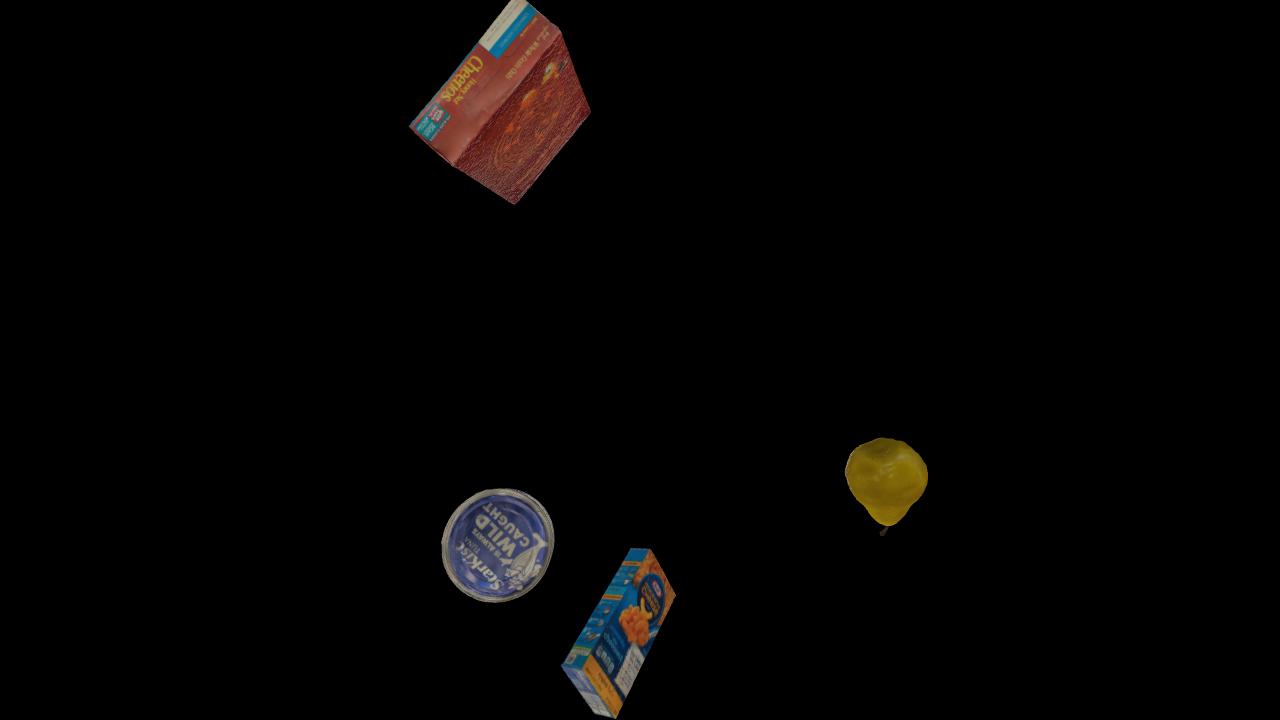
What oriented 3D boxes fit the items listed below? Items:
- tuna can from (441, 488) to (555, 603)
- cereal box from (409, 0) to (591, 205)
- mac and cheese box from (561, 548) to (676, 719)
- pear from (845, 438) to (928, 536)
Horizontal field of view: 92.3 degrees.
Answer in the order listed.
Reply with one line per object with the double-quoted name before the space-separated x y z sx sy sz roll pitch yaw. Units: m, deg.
"tuna can" -0.109 0.143 0.482 0.084 0.084 0.034 0 -10 -4
"cereal box" -0.175 -0.338 0.857 0.081 0.203 0.306 41 6 -1
"mac and cheese box" -0.020 0.340 0.782 0.041 0.093 0.184 -11 26 36
"pear" 0.264 0.140 0.648 0.080 0.111 0.080 -20 21 8
